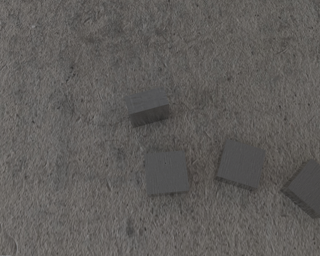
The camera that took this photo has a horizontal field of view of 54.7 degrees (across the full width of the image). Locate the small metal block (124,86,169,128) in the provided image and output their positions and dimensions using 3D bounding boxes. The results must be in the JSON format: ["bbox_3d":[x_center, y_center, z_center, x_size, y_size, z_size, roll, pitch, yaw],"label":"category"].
[{"bbox_3d":[-0.016,-0.026,0.404,0.050,0.050,0.025,-16,71,-6],"label":"small metal block"}]

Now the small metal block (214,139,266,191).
[{"bbox_3d":[0.101,0.047,0.391,0.050,0.025,0.050,17,71,6],"label":"small metal block"}]

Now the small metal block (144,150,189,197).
[{"bbox_3d":[0.008,0.057,0.387,0.050,0.025,0.050,-5,70,-2],"label":"small metal block"}]

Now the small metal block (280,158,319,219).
[{"bbox_3d":[0.188,0.075,0.382,0.050,0.025,0.050,42,75,14],"label":"small metal block"}]
